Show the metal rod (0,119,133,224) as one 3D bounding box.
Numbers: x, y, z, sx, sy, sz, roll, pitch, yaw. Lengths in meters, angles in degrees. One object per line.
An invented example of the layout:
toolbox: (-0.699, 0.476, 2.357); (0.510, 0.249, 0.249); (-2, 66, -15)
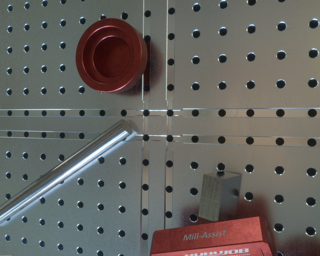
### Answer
metal rod: (-0.166, 0.078, 0.471); (0.300, 0.025, 0.025); (-34, 79, 16)

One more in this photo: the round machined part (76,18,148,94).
round machined part: (-0.062, -0.096, 0.425); (0.098, 0.042, 0.097); (0, 90, 20)

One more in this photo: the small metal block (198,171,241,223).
small metal block: (0.072, 0.080, 0.371); (0.025, 0.050, 0.050); (9, 93, 37)

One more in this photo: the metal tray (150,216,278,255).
metal tray: (0.065, 0.149, 0.359); (0.130, 0.030, 0.090); (-14, 125, 19)
